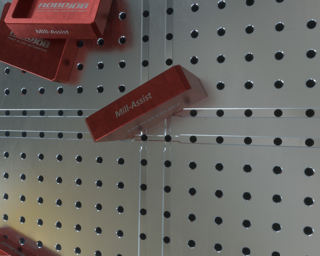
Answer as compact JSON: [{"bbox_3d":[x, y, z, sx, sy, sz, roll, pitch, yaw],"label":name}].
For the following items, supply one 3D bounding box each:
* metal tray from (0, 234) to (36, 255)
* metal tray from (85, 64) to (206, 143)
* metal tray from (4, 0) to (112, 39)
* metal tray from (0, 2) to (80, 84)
[{"bbox_3d":[-0.247,0.234,0.495,0.130,0.030,0.089,20,97,18],"label":"metal tray"},{"bbox_3d":[-0.014,-0.025,0.382,0.130,0.090,0.030,-28,81,17],"label":"metal tray"},{"bbox_3d":[-0.137,-0.169,0.429,0.131,0.030,0.090,4,67,12],"label":"metal tray"},{"bbox_3d":[-0.191,-0.131,0.475,0.130,0.030,0.089,22,97,18],"label":"metal tray"}]
